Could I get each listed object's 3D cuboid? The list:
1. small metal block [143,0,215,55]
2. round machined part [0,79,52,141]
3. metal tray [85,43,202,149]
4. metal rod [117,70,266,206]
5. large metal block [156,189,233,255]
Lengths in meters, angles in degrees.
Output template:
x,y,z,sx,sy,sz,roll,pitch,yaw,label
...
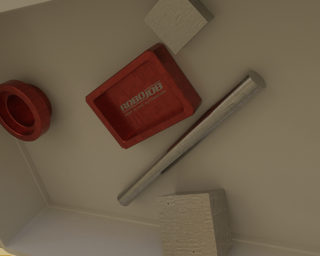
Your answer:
x,y,z,sx,sy,sz,roll,pitch,yaw,label
0.020,-0.115,0.326,0.050,0.025,0.050,47,129,-5,small metal block
-0.212,-0.031,0.488,0.098,0.042,0.097,13,124,20,round machined part
-0.025,-0.035,0.395,0.130,0.030,0.090,-28,104,37,metal tray
0.021,0.033,0.416,0.025,0.025,0.298,42,129,-2,metal rod
0.047,0.129,0.424,0.080,0.050,0.080,-12,80,33,large metal block
